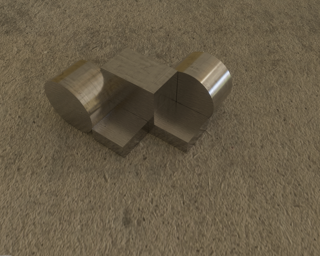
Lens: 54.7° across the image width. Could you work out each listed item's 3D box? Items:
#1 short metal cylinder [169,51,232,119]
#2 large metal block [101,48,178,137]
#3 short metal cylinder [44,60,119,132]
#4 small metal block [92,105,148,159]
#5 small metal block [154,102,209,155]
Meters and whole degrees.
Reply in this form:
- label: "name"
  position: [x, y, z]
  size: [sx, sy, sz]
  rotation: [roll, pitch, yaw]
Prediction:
- label: "short metal cylinder"
  position: [0.049, -0.055, 0.415]
  size: [0.080, 0.080, 0.050]
  rotation: [29, 56, 22]
- label: "large metal block"
  position: [-0.026, -0.047, 0.409]
  size: [0.080, 0.080, 0.050]
  rotation: [28, 55, 21]
- label: "short metal cylinder"
  position: [-0.101, -0.041, 0.403]
  size: [0.080, 0.080, 0.050]
  rotation: [28, 56, 21]
- label: "small metal block"
  position: [-0.051, 0.004, 0.401]
  size: [0.050, 0.025, 0.050]
  rotation: [28, 55, 22]
- label: "small metal block"
  position: [0.028, -0.001, 0.406]
  size: [0.050, 0.025, 0.050]
  rotation: [28, 55, 22]
